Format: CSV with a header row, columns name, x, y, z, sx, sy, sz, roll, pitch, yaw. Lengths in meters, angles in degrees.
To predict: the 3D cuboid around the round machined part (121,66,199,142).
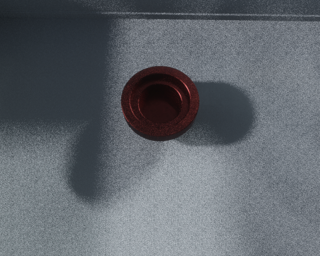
name,x,y,z,sx,sy,sz,roll,pitch,yaw
round machined part,0.000,-0.028,0.408,0.099,0.042,0.098,0,70,0
